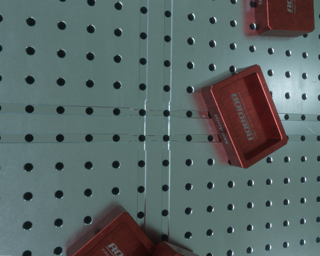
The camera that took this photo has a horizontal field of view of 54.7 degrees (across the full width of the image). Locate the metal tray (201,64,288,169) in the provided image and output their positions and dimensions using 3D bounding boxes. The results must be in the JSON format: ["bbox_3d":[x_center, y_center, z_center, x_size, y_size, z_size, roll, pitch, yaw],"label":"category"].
[{"bbox_3d":[0.126,-0.017,0.458,0.091,0.030,0.129,-27,99,-18],"label":"metal tray"}]

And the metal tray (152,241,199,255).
[{"bbox_3d":[0.004,0.219,0.393,0.090,0.030,0.130,38,79,-39],"label":"metal tray"}]

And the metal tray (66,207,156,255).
[{"bbox_3d":[-0.044,0.178,0.394,0.090,0.030,0.130,-39,103,-16],"label":"metal tray"}]

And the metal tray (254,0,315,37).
[{"bbox_3d":[0.193,-0.213,0.483,0.091,0.030,0.129,-4,92,-20],"label":"metal tray"}]
